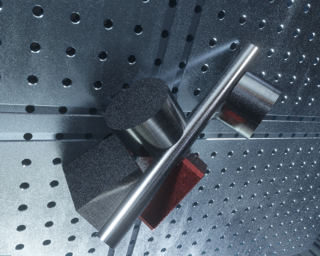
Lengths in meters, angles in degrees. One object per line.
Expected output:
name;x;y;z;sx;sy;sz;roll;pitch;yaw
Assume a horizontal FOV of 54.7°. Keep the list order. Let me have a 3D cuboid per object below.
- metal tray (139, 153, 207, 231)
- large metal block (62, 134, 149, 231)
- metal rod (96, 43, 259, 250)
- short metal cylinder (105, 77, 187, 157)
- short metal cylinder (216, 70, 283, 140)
metal tray;0.021;0.079;0.419;0.090;0.030;0.130;-48;171;6
large metal block;-0.064;0.064;0.381;0.080;0.080;0.050;-34;129;-6
metal rod;0.033;0.006;0.365;0.301;0.025;0.025;-51;132;-20
short metal cylinder;-0.016;-0.013;0.360;0.080;0.080;0.050;-37;130;-4
short metal cylinder;0.120;-0.031;0.418;0.080;0.050;0.080;-51;166;-17
